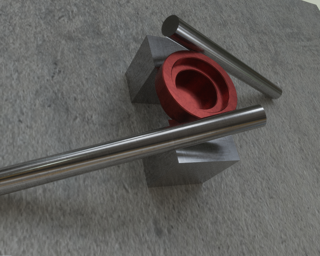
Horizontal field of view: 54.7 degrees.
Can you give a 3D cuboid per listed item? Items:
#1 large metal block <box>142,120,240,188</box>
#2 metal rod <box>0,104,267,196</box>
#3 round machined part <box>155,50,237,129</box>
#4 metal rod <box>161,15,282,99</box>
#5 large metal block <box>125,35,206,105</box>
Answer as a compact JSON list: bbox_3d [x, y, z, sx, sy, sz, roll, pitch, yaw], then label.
[{"bbox_3d":[0.032,0.032,0.369,0.081,0.080,0.050,1,62,-28],"label":"large metal block"},{"bbox_3d":[-0.039,0.023,0.300,0.302,0.025,0.025,-14,67,-10],"label":"metal rod"},{"bbox_3d":[0.038,-0.040,0.366,0.099,0.042,0.098,14,56,-21],"label":"round machined part"},{"bbox_3d":[0.110,-0.088,0.452,0.302,0.025,0.025,14,53,-47],"label":"metal rod"},{"bbox_3d":[0.008,-0.074,0.421,0.081,0.080,0.050,1,62,-28],"label":"large metal block"}]
